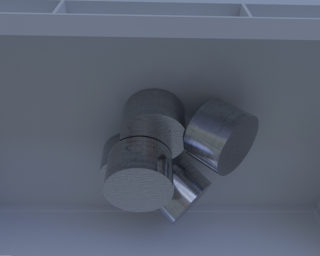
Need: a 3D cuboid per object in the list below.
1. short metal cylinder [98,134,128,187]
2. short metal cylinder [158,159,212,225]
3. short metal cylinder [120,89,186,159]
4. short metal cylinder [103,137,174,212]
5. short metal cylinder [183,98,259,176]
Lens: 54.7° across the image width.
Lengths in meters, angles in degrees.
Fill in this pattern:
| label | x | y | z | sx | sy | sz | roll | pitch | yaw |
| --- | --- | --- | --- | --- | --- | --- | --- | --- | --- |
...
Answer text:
| label | x | y | z | sx | sy | sz | roll | pitch | yaw |
| --- | --- | --- | --- | --- | --- | --- | --- | --- | --- |
| short metal cylinder | -0.042 | 0.053 | 0.436 | 0.081 | 0.050 | 0.079 | 0 | 130 | 0 |
| short metal cylinder | 0.028 | 0.090 | 0.439 | 0.050 | 0.081 | 0.079 | 43 | 128 | 17 |
| short metal cylinder | -0.008 | -0.002 | 0.389 | 0.081 | 0.050 | 0.079 | 0 | 130 | 0 |
| short metal cylinder | -0.024 | 0.056 | 0.371 | 0.081 | 0.050 | 0.079 | 0 | 130 | 0 |
| short metal cylinder | 0.074 | 0.011 | 0.374 | 0.081 | 0.050 | 0.079 | -32 | 139 | -33 |
